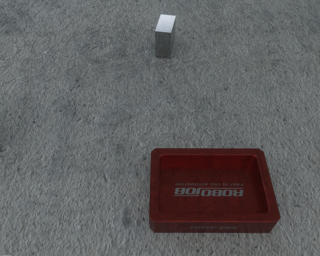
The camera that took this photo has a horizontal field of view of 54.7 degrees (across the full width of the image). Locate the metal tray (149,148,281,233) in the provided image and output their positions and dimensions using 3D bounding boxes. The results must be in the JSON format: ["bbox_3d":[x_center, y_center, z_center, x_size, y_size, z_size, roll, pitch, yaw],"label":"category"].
[{"bbox_3d":[0.055,0.067,0.343,0.131,0.030,0.090,0,50,0],"label":"metal tray"}]

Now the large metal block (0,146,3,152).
[{"bbox_3d":[-0.243,-0.010,0.374,0.050,0.080,0.080,-28,56,-22],"label":"large metal block"}]

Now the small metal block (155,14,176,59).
[{"bbox_3d":[0.009,-0.152,0.515,0.025,0.050,0.050,8,51,7],"label":"small metal block"}]
